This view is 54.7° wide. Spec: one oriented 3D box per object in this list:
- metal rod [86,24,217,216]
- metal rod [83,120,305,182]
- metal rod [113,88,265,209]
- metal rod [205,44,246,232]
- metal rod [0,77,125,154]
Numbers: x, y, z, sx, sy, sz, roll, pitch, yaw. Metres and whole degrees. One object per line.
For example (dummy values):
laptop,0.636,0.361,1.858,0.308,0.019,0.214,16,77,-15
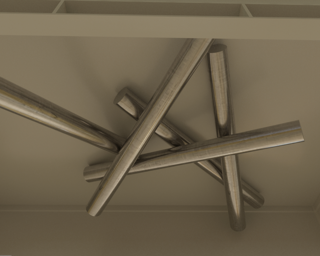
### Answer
metal rod,-0.025,0.011,0.382,0.025,0.025,0.298,23,121,-19
metal rod,0.025,0.036,0.405,0.300,0.025,0.025,-14,130,25
metal rod,0.057,0.042,0.445,0.025,0.025,0.301,-37,122,27
metal rod,0.093,0.035,0.417,0.025,0.025,0.298,-10,123,8
metal rod,-0.115,-0.015,0.312,0.025,0.025,0.301,-25,152,19
